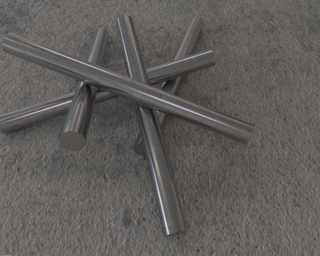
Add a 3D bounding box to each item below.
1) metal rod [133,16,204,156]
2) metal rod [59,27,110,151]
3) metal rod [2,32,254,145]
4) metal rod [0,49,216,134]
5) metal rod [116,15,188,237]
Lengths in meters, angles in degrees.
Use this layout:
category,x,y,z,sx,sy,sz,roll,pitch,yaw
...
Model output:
category,x,y,z,sx,sy,sz,roll,pitch,yaw
metal rod,0.023,-0.082,0.472,0.025,0.025,0.300,14,51,11
metal rod,-0.093,-0.075,0.420,0.025,0.025,0.300,-2,36,-2
metal rod,-0.039,-0.047,0.360,0.301,0.025,0.025,21,52,3
metal rod,-0.067,-0.053,0.425,0.302,0.025,0.025,-19,53,-8
metal rod,-0.017,-0.023,0.380,0.025,0.025,0.299,-10,64,-9
